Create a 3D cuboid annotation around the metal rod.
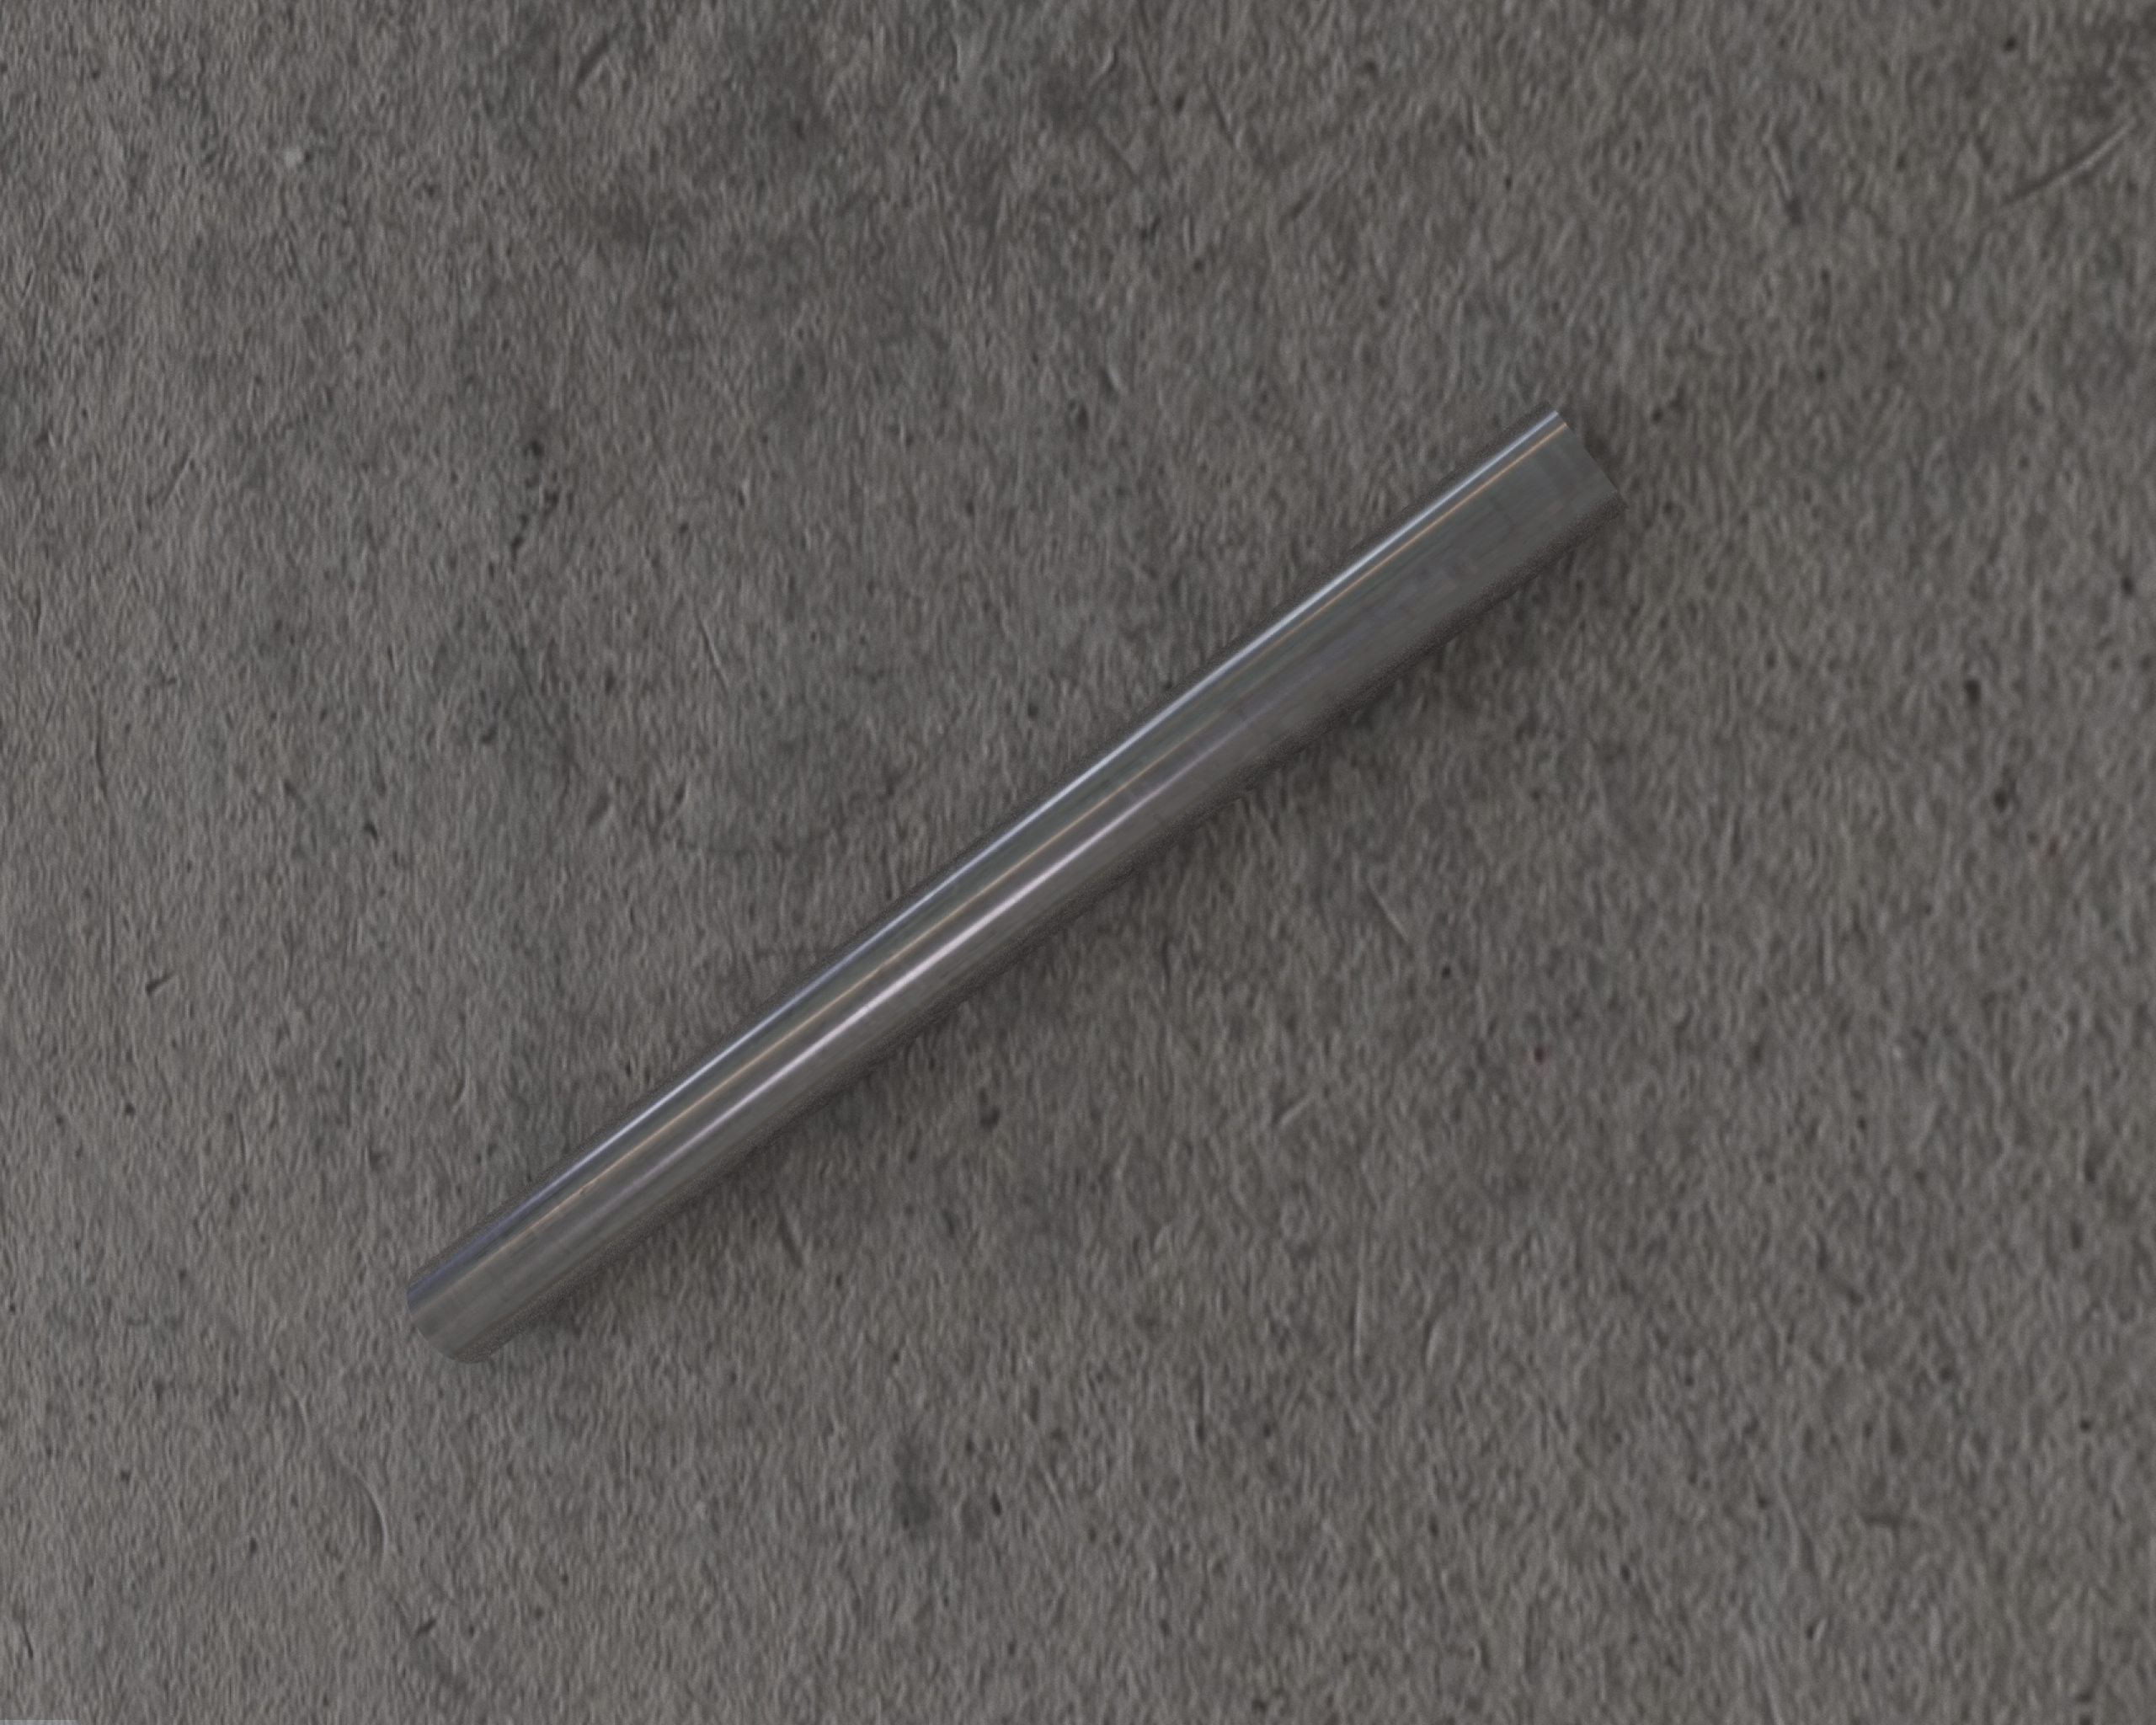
[{"bbox_3d":[-0.023,0.013,0.419,0.300,0.025,0.025,-37,78,16],"label":"metal rod"}]
